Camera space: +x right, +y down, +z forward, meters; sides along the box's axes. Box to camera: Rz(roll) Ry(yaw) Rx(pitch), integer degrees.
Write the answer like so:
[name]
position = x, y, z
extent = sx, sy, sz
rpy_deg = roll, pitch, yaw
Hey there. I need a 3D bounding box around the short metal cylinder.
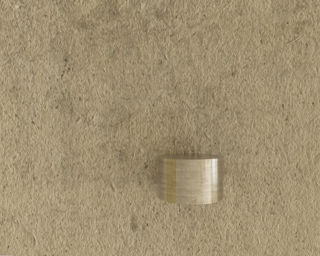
[short metal cylinder]
position = 0.037, 0.060, 0.383
extent = 0.080, 0.080, 0.050
rpy_deg = 0, 90, 0
